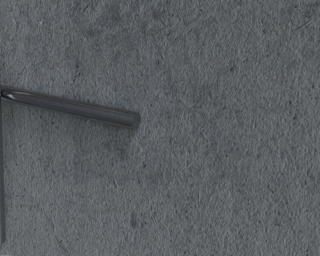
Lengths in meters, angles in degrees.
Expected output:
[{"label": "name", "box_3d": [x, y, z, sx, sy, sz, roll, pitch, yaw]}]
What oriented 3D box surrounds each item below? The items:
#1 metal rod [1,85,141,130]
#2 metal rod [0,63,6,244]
[{"label": "metal rod", "box_3d": [-0.171, -0.039, 0.467, 0.301, 0.025, 0.025, 12, 94, 19]}, {"label": "metal rod", "box_3d": [-0.258, 0.035, 0.480, 0.025, 0.025, 0.298, 5, 98, 19]}]
